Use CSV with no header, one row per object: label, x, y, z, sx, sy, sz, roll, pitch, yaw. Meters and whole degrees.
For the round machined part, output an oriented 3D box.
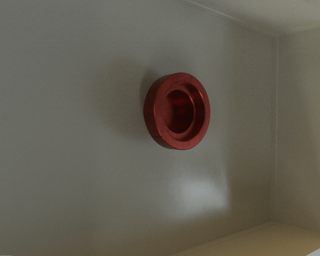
round machined part,0.018,-0.021,0.405,0.099,0.042,0.097,0,90,-40
